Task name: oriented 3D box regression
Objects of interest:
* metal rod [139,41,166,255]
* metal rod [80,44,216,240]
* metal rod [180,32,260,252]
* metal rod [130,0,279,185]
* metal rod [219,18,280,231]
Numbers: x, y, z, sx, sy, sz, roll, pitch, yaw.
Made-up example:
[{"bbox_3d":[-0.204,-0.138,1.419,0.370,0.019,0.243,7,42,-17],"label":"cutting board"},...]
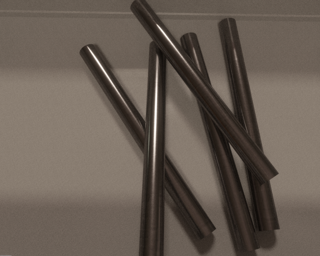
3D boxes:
[{"bbox_3d":[-0.006,0.009,0.379,0.025,0.025,0.299,1,60,0],"label":"metal rod"},{"bbox_3d":[-0.025,0.006,0.406,0.025,0.025,0.299,-31,73,-11],"label":"metal rod"},{"bbox_3d":[0.073,0.004,0.409,0.025,0.025,0.299,-11,70,-4],"label":"metal rod"},{"bbox_3d":[0.048,-0.059,0.404,0.025,0.025,0.299,-31,73,-11],"label":"metal rod"},{"bbox_3d":[0.116,-0.019,0.417,0.025,0.025,0.299,-5,70,-2],"label":"metal rod"}]
